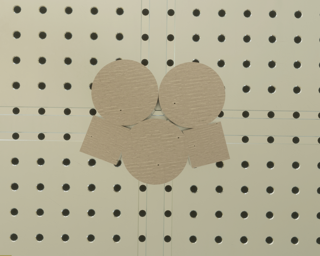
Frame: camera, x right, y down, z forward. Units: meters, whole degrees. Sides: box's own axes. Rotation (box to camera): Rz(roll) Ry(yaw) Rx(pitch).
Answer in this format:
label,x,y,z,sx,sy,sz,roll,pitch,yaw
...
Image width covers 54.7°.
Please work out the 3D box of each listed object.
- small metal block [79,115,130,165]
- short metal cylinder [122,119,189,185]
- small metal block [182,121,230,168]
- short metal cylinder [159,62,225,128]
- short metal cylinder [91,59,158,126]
label,x,y,z,sx,sy,sz,roll,pitch,yaw
small metal block,-0.071,0.016,0.409,0.050,0.025,0.050,21,90,0
short metal cylinder,-0.006,0.028,0.397,0.081,0.050,0.079,0,90,0
small metal block,0.060,0.022,0.411,0.050,0.025,0.050,-14,90,0
short metal cylinder,0.039,-0.040,0.398,0.081,0.050,0.079,0,90,0
short metal cylinder,-0.042,-0.043,0.397,0.081,0.050,0.079,0,90,0
